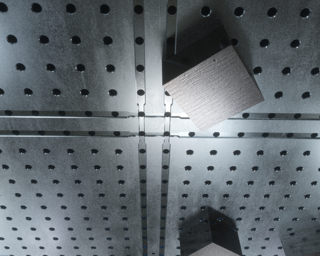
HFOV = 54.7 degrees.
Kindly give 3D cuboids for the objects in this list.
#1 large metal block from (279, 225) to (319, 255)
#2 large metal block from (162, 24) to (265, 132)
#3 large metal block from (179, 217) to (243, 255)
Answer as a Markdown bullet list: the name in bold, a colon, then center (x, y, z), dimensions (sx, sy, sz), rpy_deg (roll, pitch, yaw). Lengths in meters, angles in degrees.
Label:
- **large metal block**: center (0.290, 0.240, 0.605), dimensions (0.080, 0.050, 0.080), rpy_deg (-23, 127, 17)
- **large metal block**: center (0.058, -0.053, 0.351), dimensions (0.080, 0.050, 0.080), rpy_deg (-28, 125, 21)
- **large metal block**: center (0.095, 0.223, 0.587), dimensions (0.080, 0.050, 0.080), rpy_deg (33, 123, -25)
